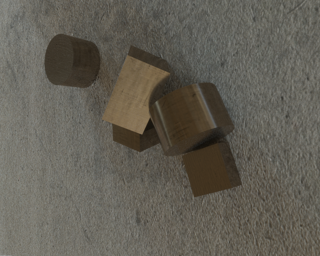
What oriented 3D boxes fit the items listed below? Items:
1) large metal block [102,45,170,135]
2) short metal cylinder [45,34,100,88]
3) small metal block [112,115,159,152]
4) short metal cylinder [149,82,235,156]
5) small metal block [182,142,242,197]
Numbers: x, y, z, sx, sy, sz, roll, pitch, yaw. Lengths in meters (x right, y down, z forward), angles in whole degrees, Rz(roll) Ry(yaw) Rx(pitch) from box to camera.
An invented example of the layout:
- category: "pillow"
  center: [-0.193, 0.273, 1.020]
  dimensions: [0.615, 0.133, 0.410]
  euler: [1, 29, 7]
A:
- category: "large metal block"
  center: [-0.029, -0.050, 0.384]
  dimensions: [0.080, 0.050, 0.079]
  euler: [-96, 30, -67]
- category: "short metal cylinder"
  center: [-0.143, -0.107, 0.504]
  dimensions: [0.080, 0.050, 0.079]
  euler: [0, 90, 39]
- category: "small metal block"
  center: [-0.026, 0.005, 0.405]
  dimensions: [0.050, 0.050, 0.025]
  euler: [19, 119, 38]
- category: "short metal cylinder"
  center: [0.034, -0.008, 0.340]
  dimensions: [0.080, 0.081, 0.050]
  euler: [-32, 70, 35]
- category: "small metal block"
  center: [0.059, 0.048, 0.355]
  dimensions: [0.050, 0.025, 0.050]
  euler: [-25, 75, 37]
